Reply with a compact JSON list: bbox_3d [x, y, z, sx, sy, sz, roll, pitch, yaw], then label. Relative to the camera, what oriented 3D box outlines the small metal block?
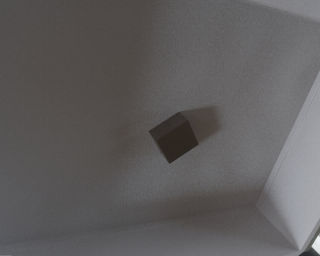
[{"bbox_3d":[0.020,0.014,0.430,0.050,0.025,0.050,-33,129,-7],"label":"small metal block"}]
